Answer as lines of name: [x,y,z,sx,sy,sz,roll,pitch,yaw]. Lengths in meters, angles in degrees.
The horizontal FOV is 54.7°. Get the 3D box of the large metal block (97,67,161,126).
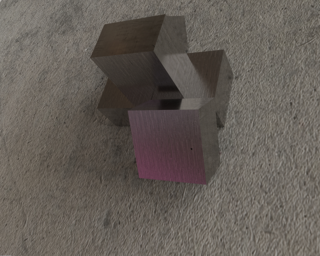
large metal block: [-0.029,-0.049,0.431,0.080,0.050,0.080,1,62,28]

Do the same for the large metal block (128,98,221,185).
large metal block: [0.018,0.012,0.344,0.080,0.079,0.050,1,18,28]

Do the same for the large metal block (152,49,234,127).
large metal block: [0.042,-0.048,0.394,0.080,0.050,0.080,1,62,28]

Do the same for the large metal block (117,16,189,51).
large metal block: [-0.014,-0.130,0.448,0.080,0.050,0.080,0,18,28]

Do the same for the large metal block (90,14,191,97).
large metal block: [-0.019,-0.080,0.364,0.080,0.080,0.050,1,63,28]
